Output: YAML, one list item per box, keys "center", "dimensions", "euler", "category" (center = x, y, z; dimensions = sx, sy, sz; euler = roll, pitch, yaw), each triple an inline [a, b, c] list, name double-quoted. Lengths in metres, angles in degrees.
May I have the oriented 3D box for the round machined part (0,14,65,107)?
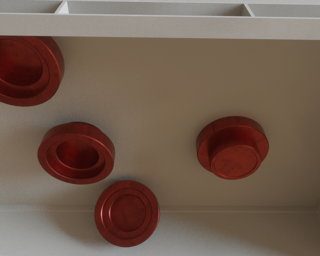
- center: [-0.153, -0.074, 0.333]
  dimensions: [0.099, 0.042, 0.097]
  euler: [0, 130, 0]
  category: "round machined part"

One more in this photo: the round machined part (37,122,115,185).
- center: [-0.110, 0.030, 0.422]
  dimensions: [0.099, 0.042, 0.097]
  euler: [0, 130, 0]
  category: "round machined part"

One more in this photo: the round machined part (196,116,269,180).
- center: [0.101, 0.034, 0.428]
  dimensions: [0.099, 0.042, 0.097]
  euler: [0, 130, 0]
  category: "round machined part"

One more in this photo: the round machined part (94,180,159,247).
- center: [-0.049, 0.133, 0.487]
  dimensions: [0.099, 0.098, 0.042]
  euler: [-3, 167, 2]
  category: "round machined part"
